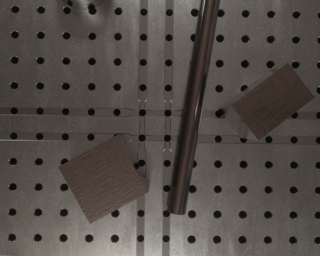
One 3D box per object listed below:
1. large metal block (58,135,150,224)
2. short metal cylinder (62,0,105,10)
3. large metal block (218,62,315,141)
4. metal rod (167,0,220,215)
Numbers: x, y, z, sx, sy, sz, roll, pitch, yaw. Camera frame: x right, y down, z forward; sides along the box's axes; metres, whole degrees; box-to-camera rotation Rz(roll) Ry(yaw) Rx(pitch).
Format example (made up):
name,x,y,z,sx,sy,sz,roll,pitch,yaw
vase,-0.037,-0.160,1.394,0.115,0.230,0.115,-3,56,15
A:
name,x,y,z,sx,sy,sz,roll,pitch,yaw
large metal block,-0.069,0.063,0.400,0.080,0.050,0.080,-29,90,0
short metal cylinder,-0.105,-0.202,0.399,0.081,0.050,0.079,0,90,-1
large metal block,0.127,-0.030,0.388,0.080,0.080,0.050,-37,90,0
metal rod,0.045,-0.035,0.413,0.025,0.025,0.298,9,90,-1
